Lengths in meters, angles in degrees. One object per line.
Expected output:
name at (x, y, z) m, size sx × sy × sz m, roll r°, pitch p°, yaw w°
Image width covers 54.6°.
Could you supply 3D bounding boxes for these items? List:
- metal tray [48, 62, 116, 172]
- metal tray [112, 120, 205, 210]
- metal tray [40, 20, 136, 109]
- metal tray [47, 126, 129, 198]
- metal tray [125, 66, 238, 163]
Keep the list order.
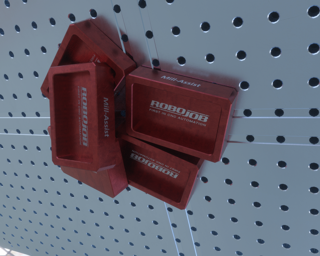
metal tray at (-0.101, -0.015, 0.397) m, size 0.090 × 0.030 × 0.129 m, roll 2°, pitch 96°, yaw 35°
metal tray at (-0.009, 0.053, 0.445) m, size 0.130 × 0.030 × 0.089 m, roll 23°, pitch 128°, yaw 14°
metal tray at (-0.101, -0.066, 0.420) m, size 0.090 × 0.030 × 0.129 m, roll 43°, pitch 129°, yaw -1°
metal tray at (-0.111, 0.044, 0.472) m, size 0.130 × 0.030 × 0.089 m, roll 16°, pitch 127°, yaw 36°
metal tray at (0.021, -0.017, 0.385) m, size 0.130 × 0.030 × 0.089 m, roll 17°, pitch 126°, yaw 18°
